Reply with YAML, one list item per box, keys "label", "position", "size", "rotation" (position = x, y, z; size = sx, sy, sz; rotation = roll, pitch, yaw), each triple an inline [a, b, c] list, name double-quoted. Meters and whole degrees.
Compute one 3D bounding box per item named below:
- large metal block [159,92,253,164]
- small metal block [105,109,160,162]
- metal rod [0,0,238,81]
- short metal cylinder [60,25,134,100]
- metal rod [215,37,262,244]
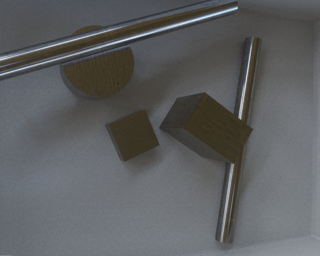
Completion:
- label: "large metal block"
  position: [0.057, 0.001, 0.404]
  size: [0.080, 0.080, 0.050]
  rotation: [34, 79, -17]
- label: "small metal block"
  position: [-0.036, 0.009, 0.398]
  size: [0.050, 0.025, 0.050]
  rotation: [-25, 99, -19]
- label: "metal rod"
  position: [-0.042, -0.104, 0.342]
  size: [0.302, 0.025, 0.025]
  rotation: [-22, 98, -19]
- label: "short metal cylinder"
  position: [-0.076, -0.075, 0.369]
  size: [0.081, 0.050, 0.079]
  rotation: [0, 90, -20]
- label: "metal rod"
  position: [0.116, 0.015, 0.454]
  size: [0.025, 0.025, 0.298]
  rotation: [10, 86, -20]
